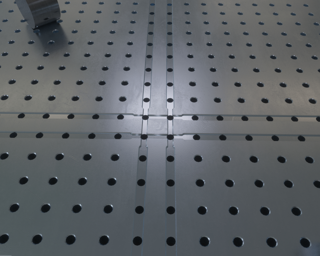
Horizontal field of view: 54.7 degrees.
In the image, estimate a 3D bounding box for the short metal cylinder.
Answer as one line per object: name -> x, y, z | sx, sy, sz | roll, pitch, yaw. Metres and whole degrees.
short metal cylinder -> -0.225, -0.228, 0.562 | 0.050, 0.080, 0.080 | -32, 57, -24
